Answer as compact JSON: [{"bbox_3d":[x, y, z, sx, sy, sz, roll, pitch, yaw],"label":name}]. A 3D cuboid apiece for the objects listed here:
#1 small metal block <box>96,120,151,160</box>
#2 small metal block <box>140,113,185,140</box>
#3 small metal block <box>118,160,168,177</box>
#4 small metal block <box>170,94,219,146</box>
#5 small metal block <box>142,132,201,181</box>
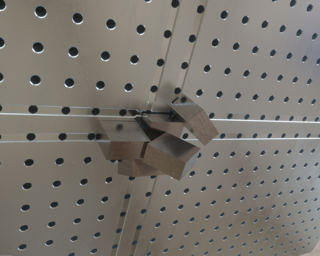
[{"bbox_3d":[-0.046,0.014,0.378,0.050,0.050,0.025,2,118,-29],"label":"small metal block"},{"bbox_3d":[0.000,0.008,0.415,0.050,0.025,0.050,1,118,-30],"label":"small metal block"},{"bbox_3d":[-0.023,0.049,0.409,0.050,0.050,0.025,1,86,-29],"label":"small metal block"},{"bbox_3d":[0.046,-0.011,0.412,0.025,0.050,0.050,-41,130,-1],"label":"small metal block"},{"bbox_3d":[0.015,0.033,0.377,0.050,0.050,0.025,-31,142,-59],"label":"small metal block"}]
